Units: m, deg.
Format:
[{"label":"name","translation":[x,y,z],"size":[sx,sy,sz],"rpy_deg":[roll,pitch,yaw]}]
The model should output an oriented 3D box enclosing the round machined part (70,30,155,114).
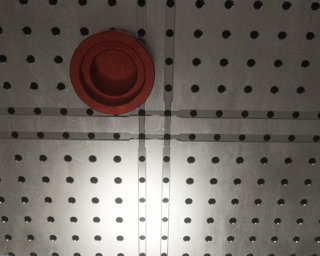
[{"label":"round machined part","translation":[-0.055,-0.069,0.378],"size":[0.099,0.042,0.097],"rpy_deg":[0,110,-1]}]
